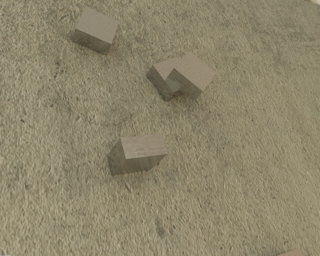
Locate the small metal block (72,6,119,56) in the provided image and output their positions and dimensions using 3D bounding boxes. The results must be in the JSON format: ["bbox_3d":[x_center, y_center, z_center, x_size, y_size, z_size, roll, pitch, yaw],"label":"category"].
[{"bbox_3d":[-0.090,-0.137,0.438,0.050,0.025,0.050,21,54,-16],"label":"small metal block"}]

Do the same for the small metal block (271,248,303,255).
[{"bbox_3d":[0.155,0.180,0.377,0.050,0.025,0.050,-2,63,-29],"label":"small metal block"}]

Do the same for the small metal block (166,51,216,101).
[{"bbox_3d":[0.045,-0.075,0.441,0.050,0.025,0.050,39,51,-3],"label":"small metal block"}]

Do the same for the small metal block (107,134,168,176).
[{"bbox_3d":[-0.027,0.031,0.354,0.050,0.050,0.025,-4,64,-30],"label":"small metal block"}]

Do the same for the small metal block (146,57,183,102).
[{"bbox_3d":[0.017,-0.072,0.457,0.050,0.025,0.050,-28,77,-37],"label":"small metal block"}]
